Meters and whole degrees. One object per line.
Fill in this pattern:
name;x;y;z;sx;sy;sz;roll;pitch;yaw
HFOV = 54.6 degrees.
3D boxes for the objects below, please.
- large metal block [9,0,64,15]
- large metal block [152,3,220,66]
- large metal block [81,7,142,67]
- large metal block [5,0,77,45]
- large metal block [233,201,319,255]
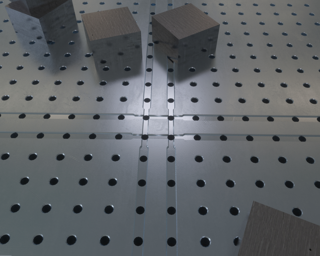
large metal block;-0.218;-0.249;0.535;0.080;0.050;0.080;35;58;26
large metal block;0.042;-0.161;0.527;0.080;0.050;0.080;-26;55;-20
large metal block;-0.081;-0.155;0.522;0.081;0.050;0.080;-15;52;-12
large metal block;-0.213;-0.205;0.563;0.080;0.050;0.080;24;54;19
large metal block;0.111;0.127;0.286;0.080;0.050;0.080;19;53;15
